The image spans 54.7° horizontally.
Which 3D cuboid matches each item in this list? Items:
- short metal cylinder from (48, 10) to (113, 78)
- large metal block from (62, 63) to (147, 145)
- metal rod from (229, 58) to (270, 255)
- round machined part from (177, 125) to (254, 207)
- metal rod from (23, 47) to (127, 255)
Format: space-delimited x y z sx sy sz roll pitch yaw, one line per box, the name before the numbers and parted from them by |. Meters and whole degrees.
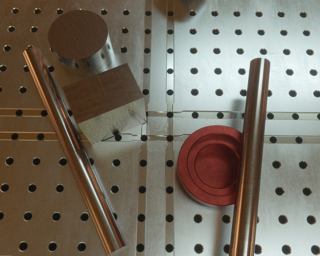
short metal cylinder | -0.110 -0.119 0.441 0.081 0.050 0.080 0 70 0
large metal block | -0.065 -0.027 0.392 0.080 0.080 0.050 -23 72 -8
metal rod | 0.100 0.055 0.347 0.025 0.025 0.299 10 70 4
round machined part | 0.070 0.049 0.385 0.099 0.042 0.098 0 70 0
metal rod | -0.118 0.017 0.404 0.025 0.025 0.299 -26 72 -9
